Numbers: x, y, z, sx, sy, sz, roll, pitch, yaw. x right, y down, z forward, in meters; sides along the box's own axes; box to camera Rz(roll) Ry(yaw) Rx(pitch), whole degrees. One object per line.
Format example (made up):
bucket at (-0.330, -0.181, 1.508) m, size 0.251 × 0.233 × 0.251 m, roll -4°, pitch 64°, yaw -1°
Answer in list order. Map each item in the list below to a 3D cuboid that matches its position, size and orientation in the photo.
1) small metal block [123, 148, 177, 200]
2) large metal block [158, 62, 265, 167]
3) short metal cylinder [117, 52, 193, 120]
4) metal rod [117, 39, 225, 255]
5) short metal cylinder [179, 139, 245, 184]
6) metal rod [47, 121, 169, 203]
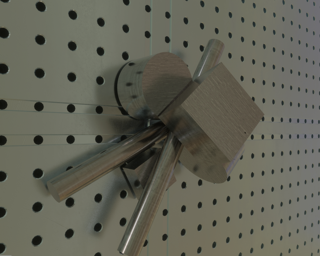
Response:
small metal block at (-0.012, 0.059, 0.395) m, size 0.050 × 0.025 × 0.050 m, roll -35°, pitch 112°, yaw -35°
large metal block at (0.060, -0.014, 0.356) m, size 0.080 × 0.050 × 0.080 m, roll 48°, pitch 61°, yaw -10°
short metal cylinder at (-0.005, -0.050, 0.384) m, size 0.081 × 0.050 × 0.079 m, roll 0°, pitch 90°, yaw -40°
metal rod at (0.022, 0.011, 0.391) m, size 0.025 × 0.025 × 0.300 m, roll 38°, pitch 67°, yaw -34°
short metal cylinder at (0.068, 0.031, 0.427) m, size 0.050 × 0.080 × 0.080 m, roll -50°, pitch 120°, yaw -27°
metal rod at (-0.002, 0.005, 0.403) m, size 0.302 × 0.025 × 0.025 m, roll -29°, pitch 109°, yaw -36°
